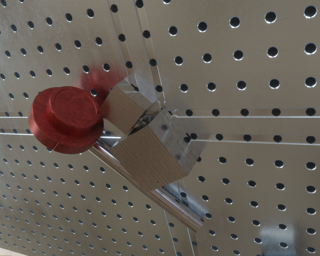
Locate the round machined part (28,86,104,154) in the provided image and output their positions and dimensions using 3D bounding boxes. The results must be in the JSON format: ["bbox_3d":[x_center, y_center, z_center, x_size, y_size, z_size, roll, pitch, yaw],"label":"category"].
[{"bbox_3d":[-0.120,-0.017,0.414,0.098,0.098,0.042,43,129,-2],"label":"round machined part"}]

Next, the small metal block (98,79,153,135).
[{"bbox_3d":[-0.047,-0.028,0.414,0.050,0.025,0.050,40,122,0],"label":"small metal block"}]

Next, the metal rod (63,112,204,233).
[{"bbox_3d":[-0.059,0.059,0.476,0.300,0.025,0.025,38,129,2],"label":"metal rod"}]

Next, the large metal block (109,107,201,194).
[{"bbox_3d":[-0.007,0.032,0.417,0.080,0.050,0.080,-31,101,37],"label":"large metal block"}]
